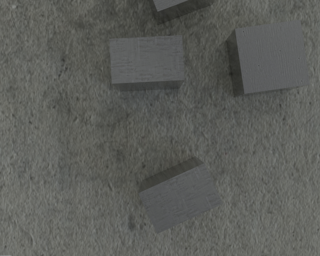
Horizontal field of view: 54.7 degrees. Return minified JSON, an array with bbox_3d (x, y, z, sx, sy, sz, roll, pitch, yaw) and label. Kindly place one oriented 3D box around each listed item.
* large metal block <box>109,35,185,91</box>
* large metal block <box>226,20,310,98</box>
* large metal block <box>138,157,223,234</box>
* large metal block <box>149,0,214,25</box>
[{"bbox_3d":[-0.015,-0.076,0.382,0.081,0.080,0.050,-3,90,-1],"label":"large metal block"},{"bbox_3d":[0.136,-0.086,0.399,0.081,0.050,0.080,-8,90,-1],"label":"large metal block"},{"bbox_3d":[0.023,0.078,0.383,0.080,0.080,0.050,-24,90,0],"label":"large metal block"},{"bbox_3d":[0.020,-0.191,0.398,0.080,0.050,0.080,-21,90,-1],"label":"large metal block"}]
